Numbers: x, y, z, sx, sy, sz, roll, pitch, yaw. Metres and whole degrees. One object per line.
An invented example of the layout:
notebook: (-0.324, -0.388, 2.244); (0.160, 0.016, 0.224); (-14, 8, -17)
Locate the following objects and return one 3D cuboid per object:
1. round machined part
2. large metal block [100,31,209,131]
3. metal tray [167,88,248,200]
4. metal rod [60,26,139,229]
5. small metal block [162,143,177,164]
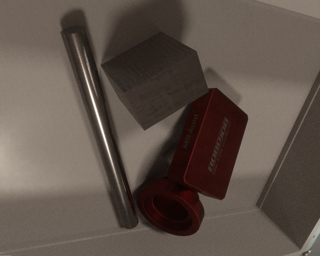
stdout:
round machined part: (0.019, 0.109, 0.454); (0.042, 0.098, 0.097); (-54, 144, -45)
large metal block: (-0.007, -0.054, 0.337); (0.080, 0.080, 0.050); (-32, 129, -8)
metal tray: (0.069, 0.022, 0.421); (0.090, 0.030, 0.130); (32, 72, -38)
metal rod: (-0.065, 0.024, 0.389); (0.025, 0.025, 0.298); (-21, 127, -16)
small metal block: (0.037, 0.055, 0.448); (0.025, 0.050, 0.050); (-45, 130, 2)
